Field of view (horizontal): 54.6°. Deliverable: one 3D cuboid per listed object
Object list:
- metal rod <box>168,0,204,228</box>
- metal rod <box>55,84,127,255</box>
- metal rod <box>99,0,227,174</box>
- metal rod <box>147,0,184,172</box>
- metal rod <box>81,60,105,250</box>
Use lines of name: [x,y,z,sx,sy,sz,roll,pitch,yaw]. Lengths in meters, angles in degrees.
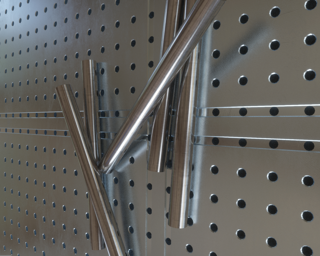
metal rod: [0.033,-0.027,0.382,0.025,0.025,0.298,7,94,40]
metal rod: [-0.102,0.076,0.469,0.025,0.025,0.299,-24,83,37]
metal rod: [-0.015,-0.034,0.389,0.025,0.025,0.298,57,133,25]
metal rod: [0.012,-0.092,0.400,0.025,0.025,0.298,11,97,39]
metal rod: [-0.106,0.040,0.498,0.025,0.025,0.299,-6,86,40]
